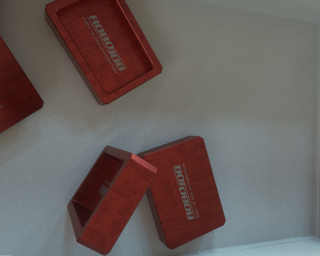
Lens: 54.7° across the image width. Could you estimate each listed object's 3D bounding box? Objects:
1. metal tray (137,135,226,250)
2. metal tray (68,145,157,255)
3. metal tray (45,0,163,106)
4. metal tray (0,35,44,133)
[{"bbox_3d":[0.029,0.084,0.420,0.091,0.030,0.129,-18,96,-20],"label":"metal tray"},{"bbox_3d":[-0.058,0.068,0.334,0.030,0.130,0.090,35,79,-17],"label":"metal tray"},{"bbox_3d":[-0.067,-0.104,0.383,0.090,0.030,0.130,-34,101,-17],"label":"metal tray"},{"bbox_3d":[-0.186,-0.050,0.300,0.090,0.030,0.129,-36,138,-18],"label":"metal tray"}]
